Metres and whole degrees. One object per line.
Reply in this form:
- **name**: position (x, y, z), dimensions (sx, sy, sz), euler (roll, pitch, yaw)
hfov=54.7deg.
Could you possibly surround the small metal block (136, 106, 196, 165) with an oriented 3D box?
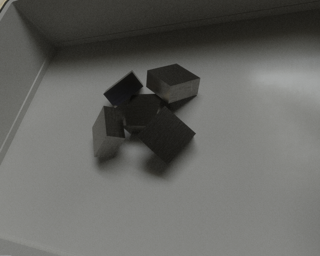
- **small metal block**: position (0.007, 0.010, 0.379), dimensions (0.050, 0.025, 0.050), euler (42, 84, 4)

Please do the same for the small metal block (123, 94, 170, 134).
- **small metal block**: position (-0.019, -0.019, 0.424), dimensions (0.050, 0.025, 0.050), euler (2, 62, 29)

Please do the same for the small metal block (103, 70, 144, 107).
- **small metal block**: position (-0.052, -0.058, 0.450), dimensions (0.050, 0.025, 0.050), euler (-37, 14, 4)

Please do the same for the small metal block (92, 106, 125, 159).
- **small metal block**: position (-0.071, 0.006, 0.422), dimensions (0.050, 0.025, 0.050), euler (-53, 39, 42)

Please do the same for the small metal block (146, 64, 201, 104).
- **small metal block**: position (0.017, -0.061, 0.416), dimensions (0.050, 0.025, 0.050), euler (-20, 43, -32)
